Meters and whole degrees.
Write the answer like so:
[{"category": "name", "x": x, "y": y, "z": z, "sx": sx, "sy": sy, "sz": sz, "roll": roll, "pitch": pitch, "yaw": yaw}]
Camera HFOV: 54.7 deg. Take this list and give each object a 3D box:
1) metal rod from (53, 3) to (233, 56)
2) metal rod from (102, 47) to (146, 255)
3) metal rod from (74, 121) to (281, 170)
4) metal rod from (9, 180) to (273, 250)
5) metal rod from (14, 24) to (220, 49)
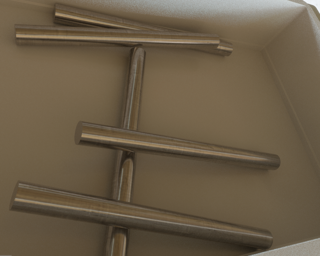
[{"category": "metal rod", "x": -0.010, "y": -0.150, "z": 0.493, "sx": 0.303, "sy": 0.025, "sz": 0.025, "roll": 3, "pitch": 60, "yaw": -27}, {"category": "metal rod", "x": -0.039, "y": 0.016, "z": 0.375, "sx": 0.025, "sy": 0.025, "sz": 0.300, "roll": 16, "pitch": 55, "yaw": -20}, {"category": "metal rod", "x": 0.045, "y": 0.028, "z": 0.392, "sx": 0.302, "sy": 0.025, "sz": 0.025, "roll": 10, "pitch": 57, "yaw": -31}, {"category": "metal rod", "x": 0.007, "y": 0.098, "z": 0.324, "sx": 0.302, "sy": 0.025, "sz": 0.025, "roll": 19, "pitch": 54, "yaw": -27}, {"category": "metal rod", "x": -0.043, "y": -0.130, "z": 0.448, "sx": 0.303, "sy": 0.025, "sz": 0.025, "roll": -6, "pitch": 65, "yaw": -27}]
